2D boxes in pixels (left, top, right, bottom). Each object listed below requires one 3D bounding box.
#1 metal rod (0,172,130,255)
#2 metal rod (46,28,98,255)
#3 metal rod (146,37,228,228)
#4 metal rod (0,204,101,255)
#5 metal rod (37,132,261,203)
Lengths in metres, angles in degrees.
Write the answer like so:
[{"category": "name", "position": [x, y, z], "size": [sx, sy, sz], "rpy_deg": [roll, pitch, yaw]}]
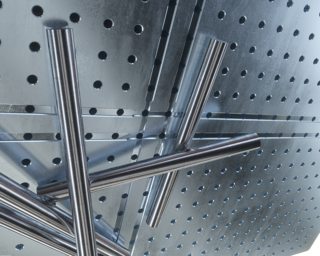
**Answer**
[{"category": "metal rod", "position": [-0.118, 0.127, 0.401], "size": [0.025, 0.025, 0.300], "rpy_deg": [-38, 137, -3]}, {"category": "metal rod", "position": [-0.096, 0.042, 0.354], "size": [0.025, 0.025, 0.298], "rpy_deg": [-10, 114, -23]}, {"category": "metal rod", "position": [0.031, 0.021, 0.443], "size": [0.025, 0.025, 0.298], "rpy_deg": [3, 117, -31]}, {"category": "metal rod", "position": [-0.146, 0.154, 0.427], "size": [0.025, 0.025, 0.300], "rpy_deg": [-42, 130, 0]}, {"category": "metal rod", "position": [-0.005, 0.051, 0.415], "size": [0.302, 0.025, 0.025], "rpy_deg": [-13, 125, -12]}]
